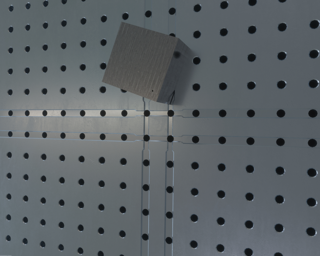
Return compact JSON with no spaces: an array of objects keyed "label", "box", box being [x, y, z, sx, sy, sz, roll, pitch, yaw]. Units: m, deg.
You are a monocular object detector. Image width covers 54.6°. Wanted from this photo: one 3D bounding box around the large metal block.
[{"label":"large metal block","box":[-0.018,-0.083,0.406,0.080,0.050,0.080,22,97,18]}]
